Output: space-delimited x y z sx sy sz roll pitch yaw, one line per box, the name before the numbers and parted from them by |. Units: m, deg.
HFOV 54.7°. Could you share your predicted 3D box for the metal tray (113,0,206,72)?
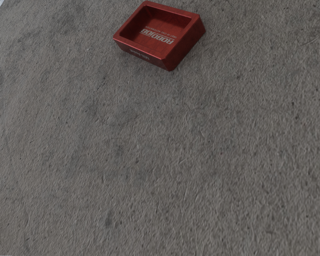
metal tray | -0.004 -0.151 0.495 0.130 0.030 0.090 33 80 38
